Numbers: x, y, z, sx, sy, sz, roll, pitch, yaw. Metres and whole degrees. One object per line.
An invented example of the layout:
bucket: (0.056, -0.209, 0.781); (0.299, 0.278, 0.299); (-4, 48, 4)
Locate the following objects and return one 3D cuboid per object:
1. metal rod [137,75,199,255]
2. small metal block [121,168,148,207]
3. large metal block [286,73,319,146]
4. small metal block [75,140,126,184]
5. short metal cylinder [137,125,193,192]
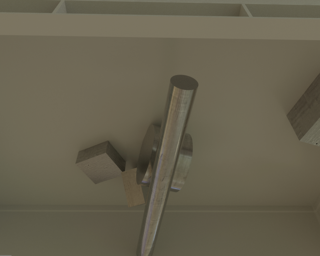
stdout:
metal rod: (-0.001, 0.073, 0.365); (0.025, 0.025, 0.298); (6, 130, -6)
small metal block: (-0.030, 0.087, 0.453); (0.025, 0.050, 0.050); (-18, 165, 14)
large metal block: (0.221, -0.019, 0.380); (0.081, 0.050, 0.079); (15, 129, -13)
small metal block: (-0.085, 0.051, 0.451); (0.050, 0.025, 0.050); (-21, 128, 16)
short metal cylinder: (0.004, 0.040, 0.407); (0.050, 0.080, 0.079); (14, 129, -12)
